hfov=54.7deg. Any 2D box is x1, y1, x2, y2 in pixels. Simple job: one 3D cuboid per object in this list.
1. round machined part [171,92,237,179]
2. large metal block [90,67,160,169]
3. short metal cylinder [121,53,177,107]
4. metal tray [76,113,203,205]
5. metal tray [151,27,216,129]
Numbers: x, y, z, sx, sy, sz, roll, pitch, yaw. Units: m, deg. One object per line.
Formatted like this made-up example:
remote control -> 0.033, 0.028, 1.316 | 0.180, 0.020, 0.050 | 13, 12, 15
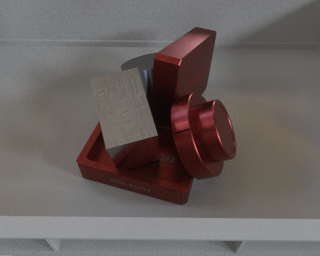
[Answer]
round machined part -> 0.054, 0.006, 0.347 | 0.042, 0.098, 0.098 | -17, 45, 26
large metal block -> -0.036, -0.006, 0.342 | 0.050, 0.080, 0.080 | -15, 68, -5
short metal cylinder -> -0.008, -0.068, 0.425 | 0.080, 0.050, 0.080 | -10, 27, 5
metal tray -> -0.020, 0.031, 0.373 | 0.131, 0.030, 0.090 | 13, 51, 11
metal tray -> 0.032, -0.069, 0.399 | 0.030, 0.089, 0.131 | 19, 37, 19
